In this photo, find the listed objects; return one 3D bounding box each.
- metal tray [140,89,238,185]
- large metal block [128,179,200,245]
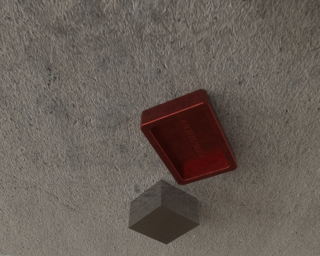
[{"bbox_3d":[0.042,0.018,0.419,0.090,0.030,0.130,-20,128,16],"label":"metal tray"},{"bbox_3d":[0.006,0.140,0.510,0.080,0.050,0.080,33,123,-25],"label":"large metal block"}]
